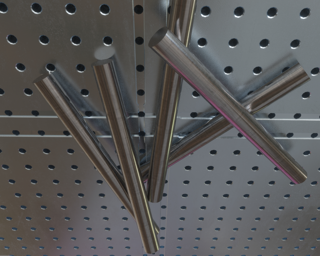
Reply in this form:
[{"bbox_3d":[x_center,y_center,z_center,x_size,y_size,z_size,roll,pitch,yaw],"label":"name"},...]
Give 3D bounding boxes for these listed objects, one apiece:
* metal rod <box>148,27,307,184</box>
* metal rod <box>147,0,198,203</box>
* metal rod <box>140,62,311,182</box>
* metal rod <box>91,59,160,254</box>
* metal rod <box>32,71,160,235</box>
[{"bbox_3d":[0.100,-0.008,0.371,0.025,0.025,0.301,-35,126,26],"label":"metal rod"},{"bbox_3d":[0.009,-0.021,0.374,0.025,0.025,0.298,5,124,-5],"label":"metal rod"},{"bbox_3d":[0.057,0.012,0.422,0.299,0.025,0.025,-35,122,25],"label":"metal rod"},{"bbox_3d":[-0.039,0.056,0.416,0.025,0.025,0.298,-8,117,6],"label":"metal rod"},{"bbox_3d":[-0.075,0.055,0.433,0.025,0.025,0.299,-20,121,15],"label":"metal rod"}]
